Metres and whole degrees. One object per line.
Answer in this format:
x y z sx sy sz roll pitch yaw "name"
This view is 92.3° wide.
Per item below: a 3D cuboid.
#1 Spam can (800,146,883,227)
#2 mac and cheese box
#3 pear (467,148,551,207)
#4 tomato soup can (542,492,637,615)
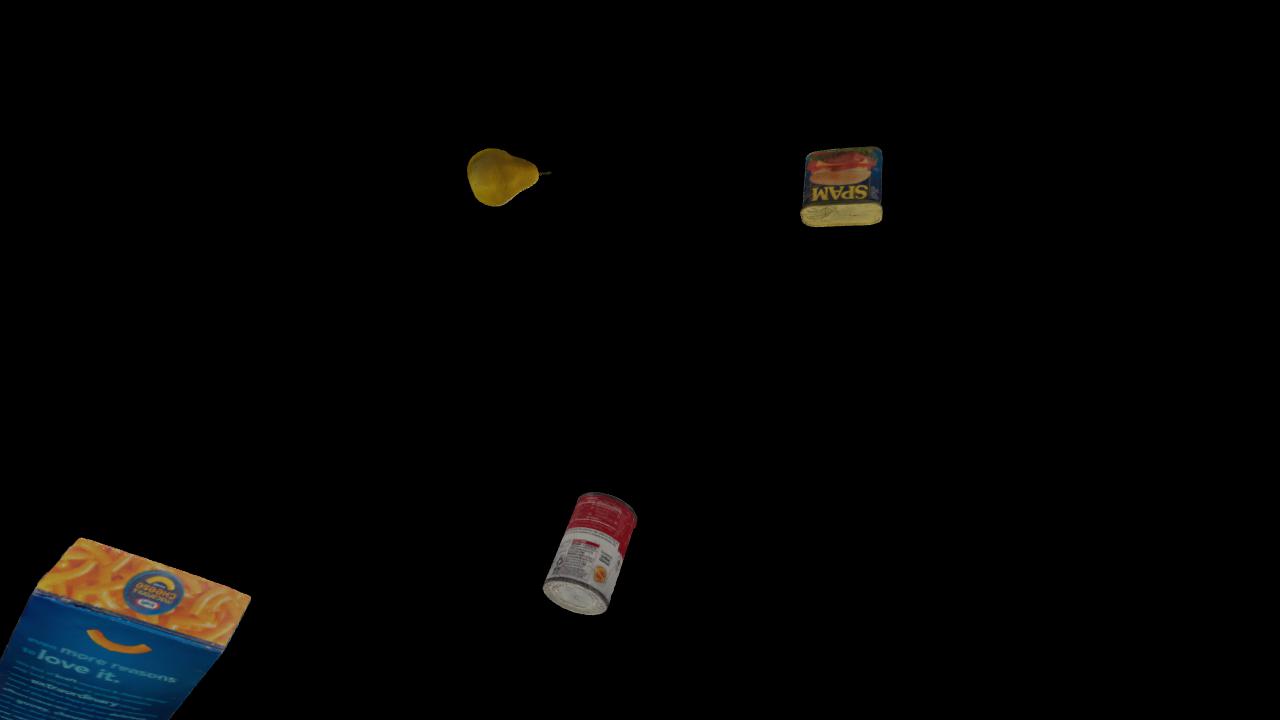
0.266 -0.227 0.807 0.101 0.085 0.058 3 -15 20 "Spam can"
-0.316 0.184 0.363 0.093 0.184 0.041 35 26 -22 "mac and cheese box"
-0.180 -0.256 0.853 0.111 0.080 0.080 -11 1 -3 "pear"
-0.049 0.194 0.619 0.068 0.068 0.101 0 42 21 "tomato soup can"
